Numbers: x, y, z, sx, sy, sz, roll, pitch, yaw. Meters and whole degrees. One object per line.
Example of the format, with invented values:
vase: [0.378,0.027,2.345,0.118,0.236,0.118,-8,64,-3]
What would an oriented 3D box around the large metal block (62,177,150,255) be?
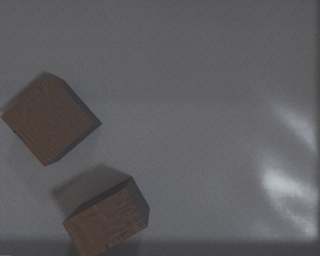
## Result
large metal block: [-0.061,0.107,0.383,0.080,0.080,0.050,-29,90,0]

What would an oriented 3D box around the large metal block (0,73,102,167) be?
large metal block: [-0.135,-0.010,0.398,0.080,0.050,0.080,-41,90,0]
